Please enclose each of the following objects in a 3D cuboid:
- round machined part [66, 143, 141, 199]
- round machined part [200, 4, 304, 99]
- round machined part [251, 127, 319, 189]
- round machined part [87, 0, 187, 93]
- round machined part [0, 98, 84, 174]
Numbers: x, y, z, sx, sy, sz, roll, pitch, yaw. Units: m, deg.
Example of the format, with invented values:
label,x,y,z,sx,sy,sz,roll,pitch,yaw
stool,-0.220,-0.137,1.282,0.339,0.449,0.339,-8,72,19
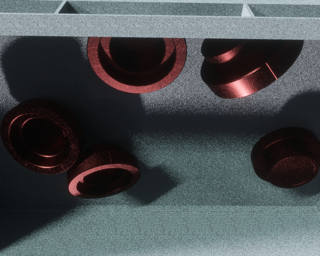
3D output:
label,x,y,z,sx,sy,sz,roll,pitch,yaw
round machined part,-0.080,0.057,0.432,0.099,0.042,0.098,-13,146,-9
round machined part,0.079,-0.078,0.295,0.098,0.098,0.042,-32,122,24
round machined part,0.183,0.049,0.441,0.099,0.042,0.097,0,130,0
round machined part,-0.023,-0.087,0.320,0.099,0.042,0.097,-1,135,-1
round machined part,-0.143,0.007,0.392,0.099,0.042,0.097,3,118,7
